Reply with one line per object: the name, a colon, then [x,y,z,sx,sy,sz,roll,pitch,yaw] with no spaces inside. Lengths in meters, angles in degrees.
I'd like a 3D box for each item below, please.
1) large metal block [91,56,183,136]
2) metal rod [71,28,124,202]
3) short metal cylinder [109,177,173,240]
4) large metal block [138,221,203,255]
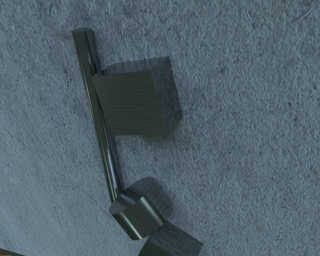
large metal block: [-0.026,-0.038,0.381,0.080,0.050,0.080,-1,118,28]
metal rod: [-0.083,0.008,0.455,0.025,0.025,0.298,8,122,24]
short metal cylinder: [-0.028,0.117,0.459,0.080,0.080,0.050,-27,104,37]
large metal block: [0.013,0.208,0.513,0.080,0.050,0.079,30,128,8]
